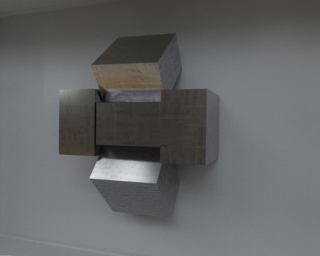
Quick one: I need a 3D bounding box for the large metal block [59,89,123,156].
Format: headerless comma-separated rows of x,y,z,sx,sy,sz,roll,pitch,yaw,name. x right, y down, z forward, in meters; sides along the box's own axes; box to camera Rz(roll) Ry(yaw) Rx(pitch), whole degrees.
-0.087,-0.007,0.411,0.050,0.080,0.080,1,90,20,large metal block

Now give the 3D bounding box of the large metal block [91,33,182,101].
-0.024,-0.075,0.382,0.080,0.080,0.050,2,128,20,large metal block

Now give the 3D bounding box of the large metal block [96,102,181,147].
-0.023,-0.005,0.388,0.080,0.080,0.050,1,91,20,large metal block

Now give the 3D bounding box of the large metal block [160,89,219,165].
0.038,-0.002,0.367,0.050,0.080,0.080,1,90,20,large metal block

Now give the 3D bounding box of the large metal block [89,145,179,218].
-0.027,0.066,0.382,0.080,0.080,0.050,1,49,19,large metal block
